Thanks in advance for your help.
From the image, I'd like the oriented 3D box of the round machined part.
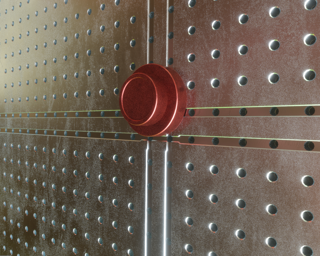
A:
[{"bbox_3d":[-0.016,-0.037,0.413,0.098,0.042,0.097,0,90,40],"label":"round machined part"}]
